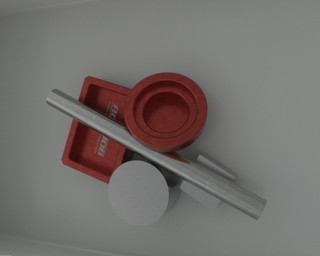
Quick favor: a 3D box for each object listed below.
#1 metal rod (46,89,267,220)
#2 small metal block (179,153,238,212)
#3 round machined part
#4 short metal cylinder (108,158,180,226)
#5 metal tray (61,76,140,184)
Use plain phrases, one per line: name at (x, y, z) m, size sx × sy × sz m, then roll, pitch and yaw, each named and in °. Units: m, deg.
metal rod at (-0.016, 0.025, 0.383) m, size 0.301 × 0.025 × 0.025 m, roll 27°, pitch 99°, yaw 15°
small metal block at (0.060, 0.066, 0.387) m, size 0.050 × 0.025 × 0.050 m, roll 33°, pitch 100°, yaw 16°
round machined part at (0.008, -0.016, 0.383) m, size 0.099 × 0.042 × 0.098 m, roll -2°, pitch 68°, yaw 5°
short metal cylinder at (-0.019, 0.079, 0.401) m, size 0.080 × 0.050 × 0.079 m, roll 0°, pitch 90°, yaw 19°
metal tray at (-0.076, 0.002, 0.431) m, size 0.090 × 0.030 × 0.129 m, roll 20°, pitch 96°, yaw 18°
